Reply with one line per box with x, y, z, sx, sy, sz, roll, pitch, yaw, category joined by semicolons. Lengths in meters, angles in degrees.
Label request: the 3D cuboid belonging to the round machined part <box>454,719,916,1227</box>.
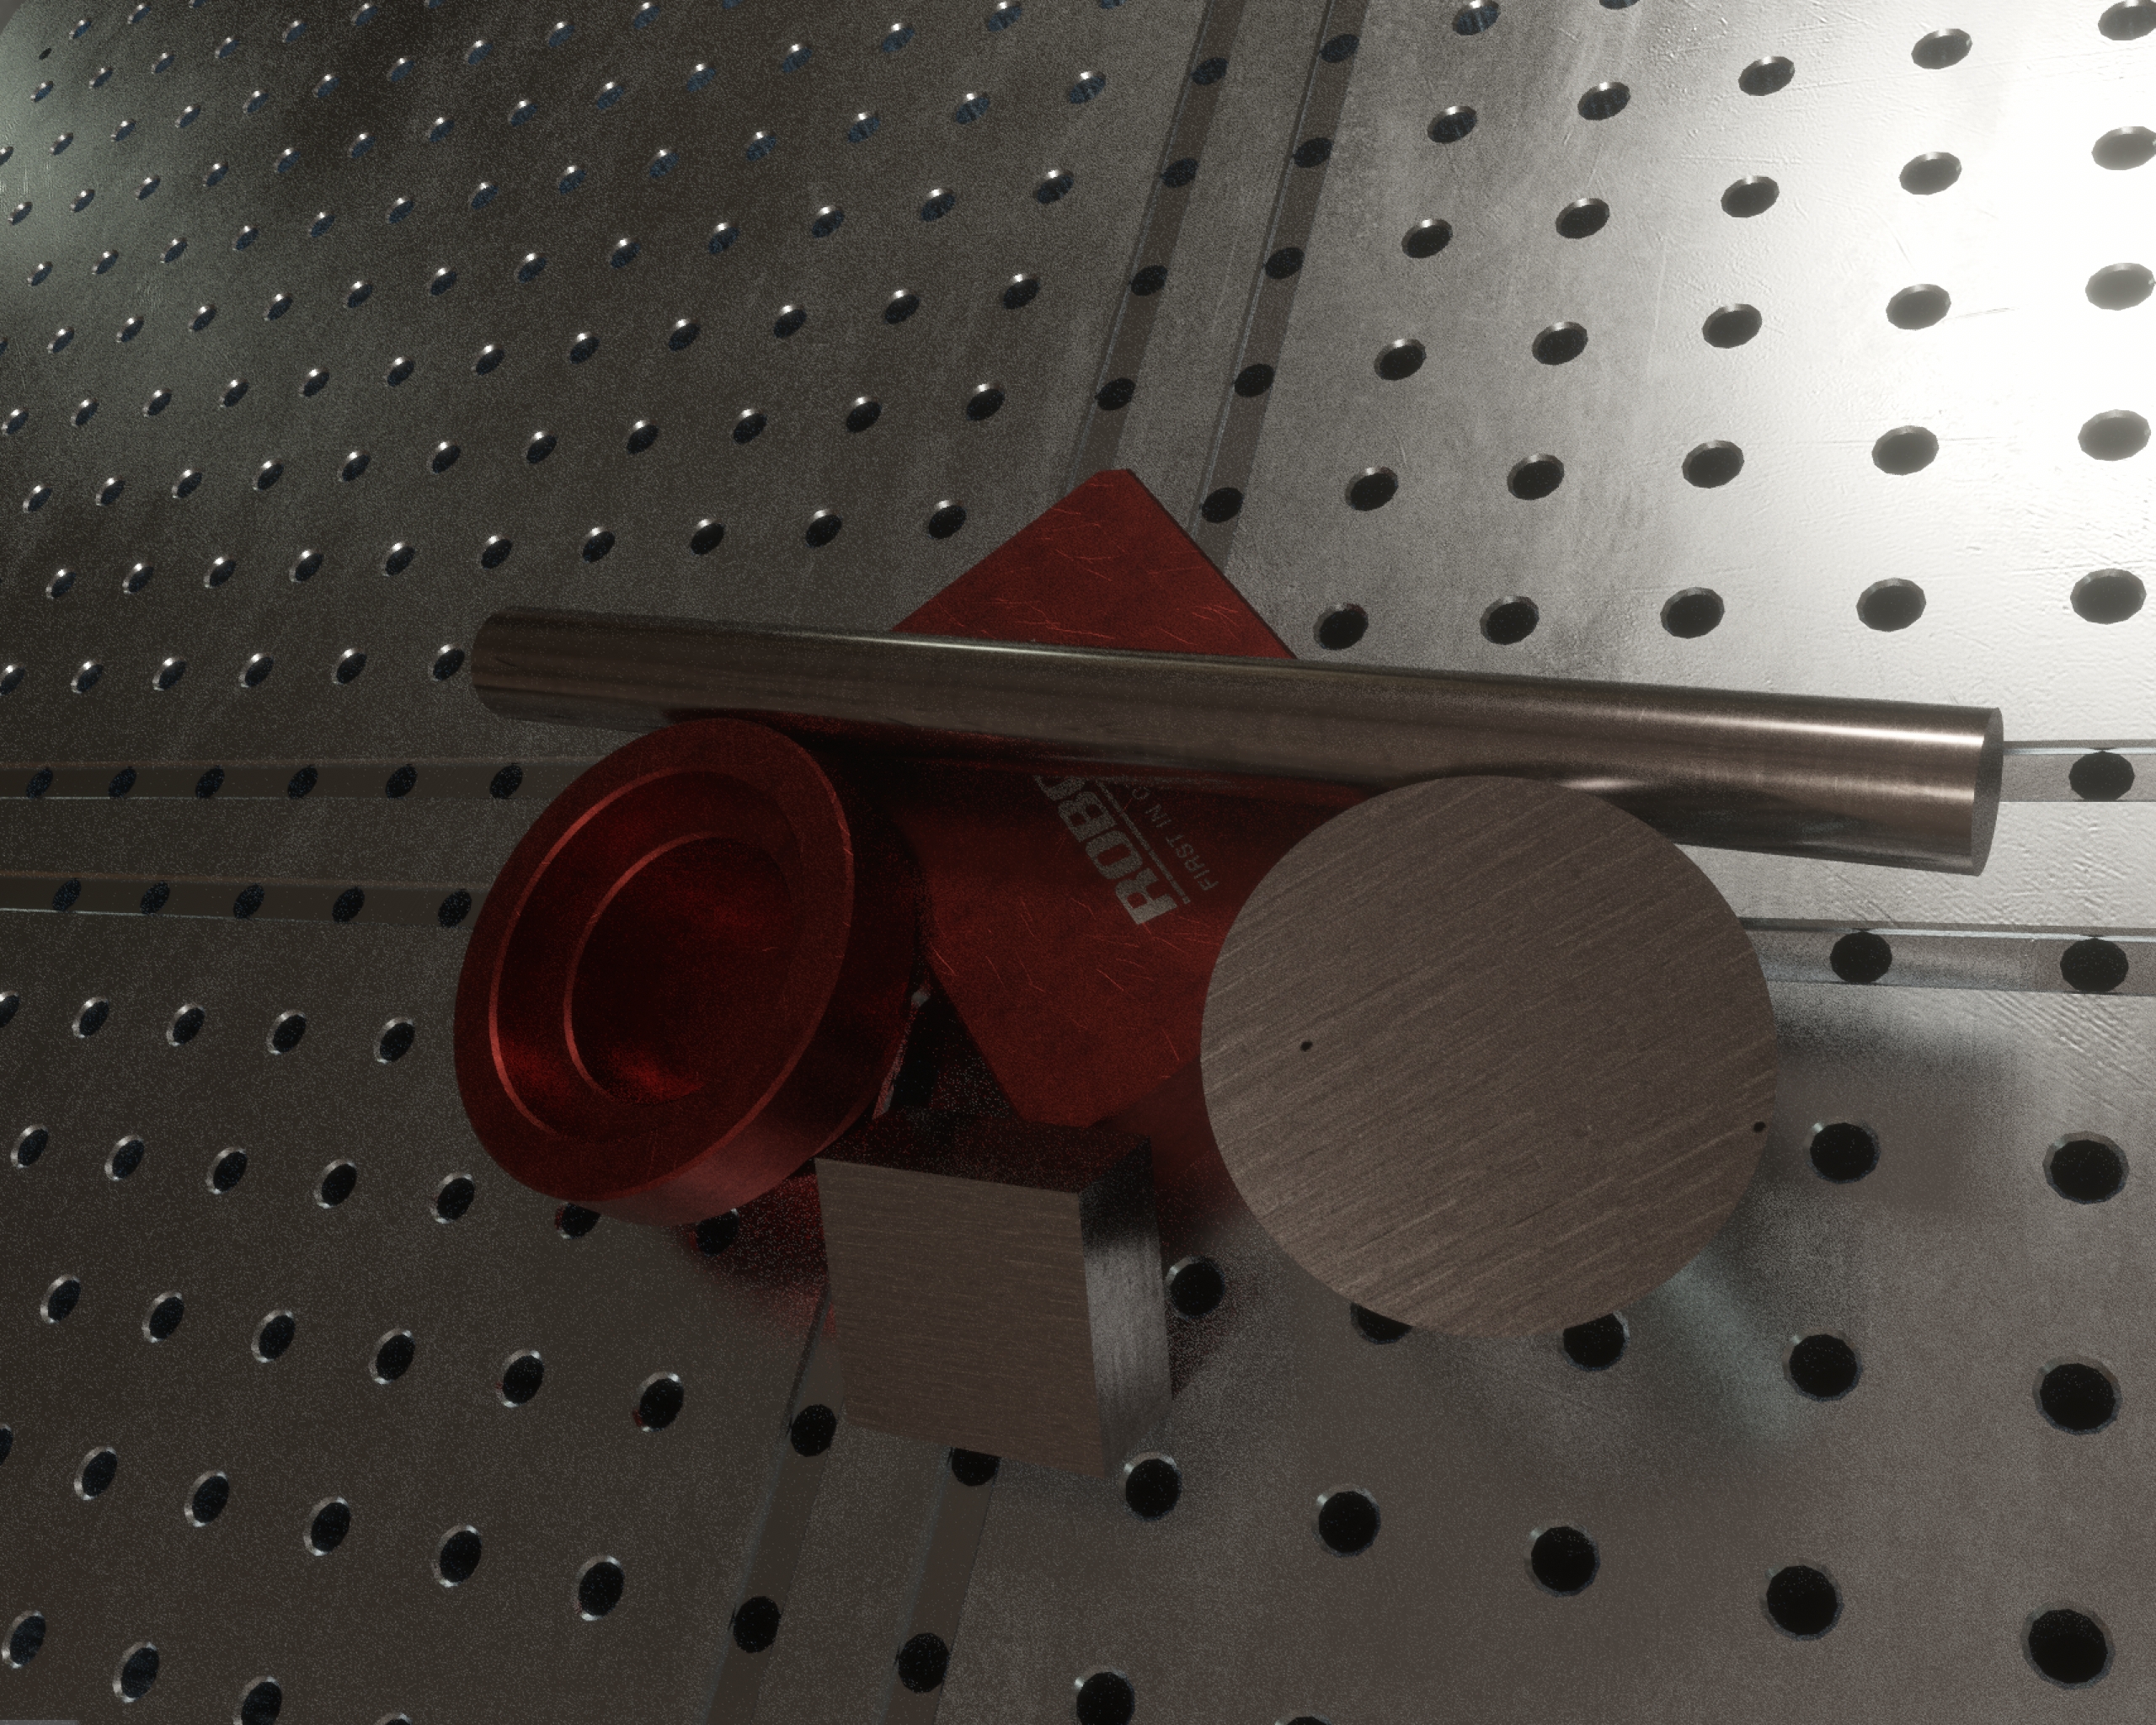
-0.072;0.024;0.412;0.098;0.042;0.098;-14;61;27;round machined part

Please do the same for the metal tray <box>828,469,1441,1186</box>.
0.007;-0.010;0.407;0.090;0.030;0.130;-37;51;3;metal tray

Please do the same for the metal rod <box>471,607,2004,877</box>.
0.005;-0.027;0.381;0.300;0.025;0.025;7;65;31;metal rod

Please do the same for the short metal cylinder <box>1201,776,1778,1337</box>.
0.062;0.030;0.320;0.080;0.050;0.080;-2;81;11;short metal cylinder

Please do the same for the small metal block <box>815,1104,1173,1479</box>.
-0.014;0.071;0.353;0.050;0.025;0.050;3;106;28;small metal block
